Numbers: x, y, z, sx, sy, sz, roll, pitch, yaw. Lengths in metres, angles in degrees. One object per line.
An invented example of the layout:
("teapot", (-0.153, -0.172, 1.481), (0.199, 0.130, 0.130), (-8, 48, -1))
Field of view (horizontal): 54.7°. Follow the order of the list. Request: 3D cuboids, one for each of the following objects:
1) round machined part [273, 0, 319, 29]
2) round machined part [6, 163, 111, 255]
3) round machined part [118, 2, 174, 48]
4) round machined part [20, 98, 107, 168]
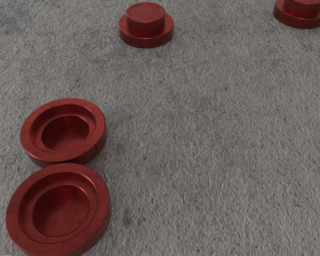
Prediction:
("round machined part", (0.272, -0.234, 0.591), (0.099, 0.042, 0.098), (0, 50, 0))
("round machined part", (-0.099, 0.088, 0.318), (0.099, 0.042, 0.098), (0, 50, 0))
("round machined part", (-0.025, -0.188, 0.550), (0.099, 0.042, 0.098), (0, 50, 0))
("round machined part", (-0.114, 0.012, 0.381), (0.099, 0.042, 0.098), (0, 50, 0))
